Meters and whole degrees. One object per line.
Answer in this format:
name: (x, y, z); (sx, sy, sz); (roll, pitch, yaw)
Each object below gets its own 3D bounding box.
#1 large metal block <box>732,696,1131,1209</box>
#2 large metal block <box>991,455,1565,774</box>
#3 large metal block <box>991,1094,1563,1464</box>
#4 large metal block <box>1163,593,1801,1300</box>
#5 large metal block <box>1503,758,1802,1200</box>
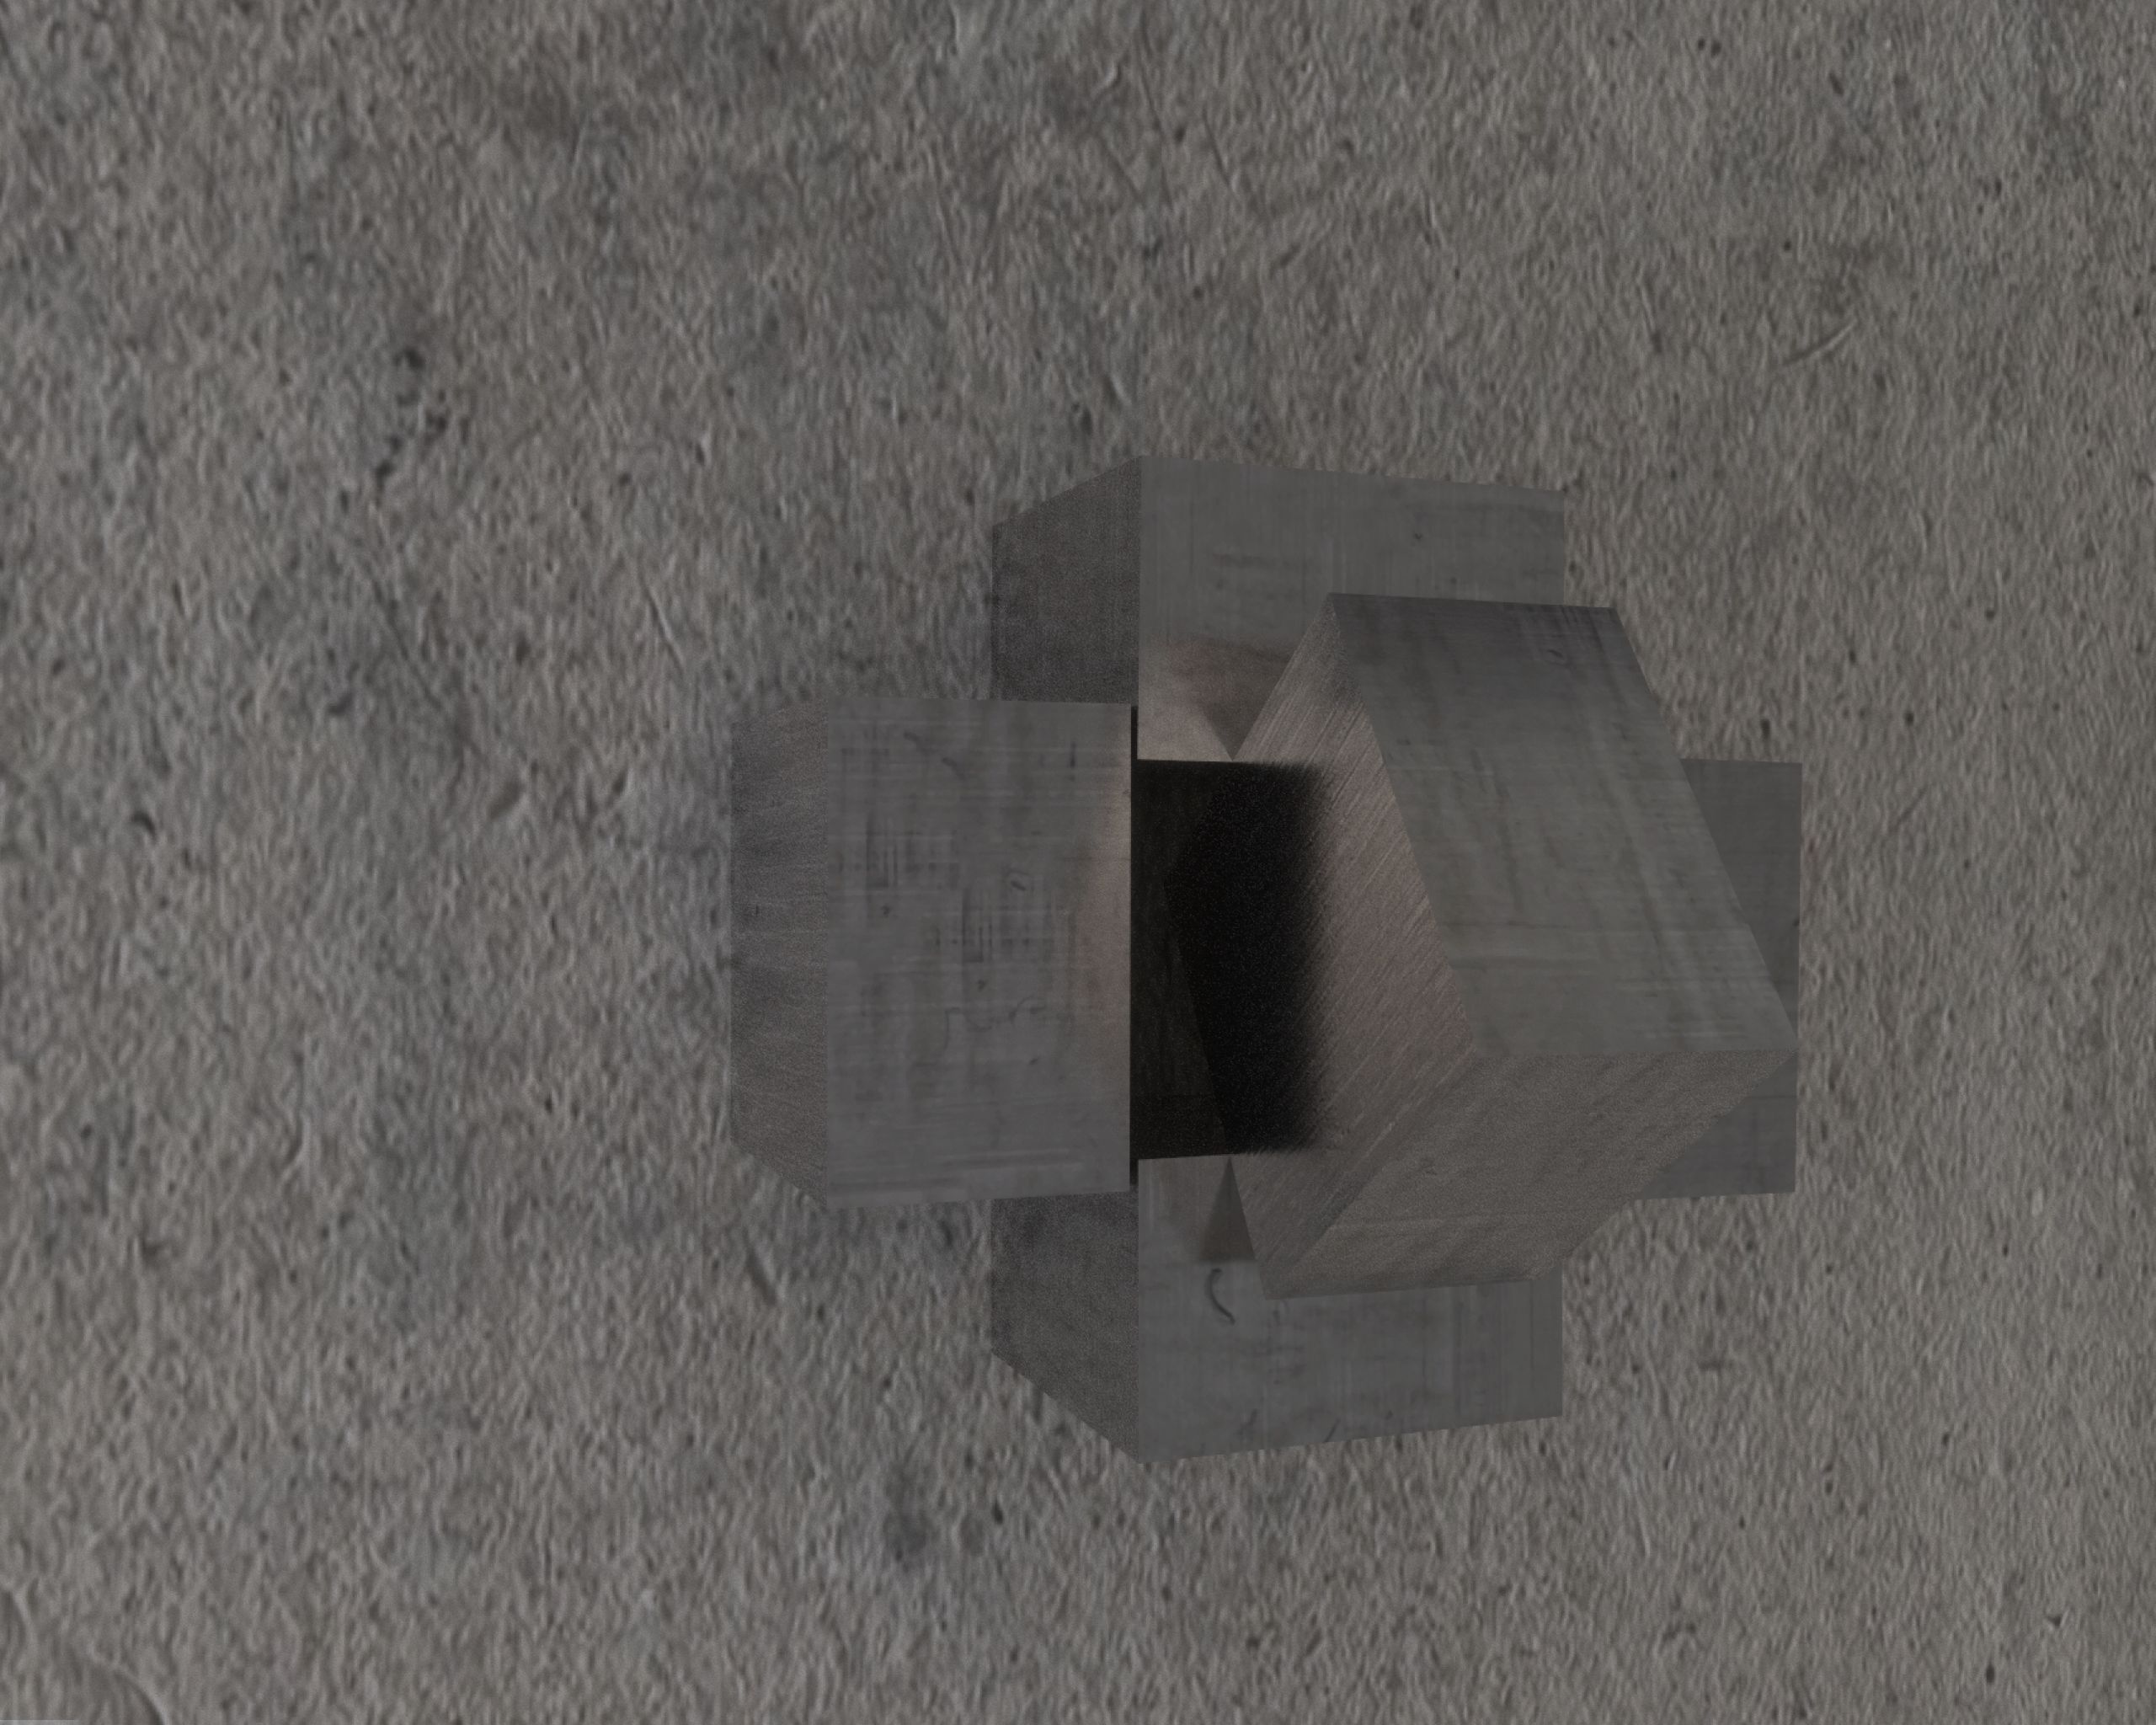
large metal block: (-0.029, 0.014, 0.369); (0.050, 0.080, 0.080); (0, 90, -20)
large metal block: (0.034, -0.042, 0.392); (0.081, 0.080, 0.050); (1, 90, -20)
large metal block: (0.034, 0.073, 0.392); (0.081, 0.080, 0.050); (0, 90, -20)
large metal block: (0.058, 0.015, 0.331); (0.050, 0.080, 0.080); (0, 56, -20)
large metal block: (0.096, 0.021, 0.415); (0.050, 0.080, 0.080); (1, 90, -20)
